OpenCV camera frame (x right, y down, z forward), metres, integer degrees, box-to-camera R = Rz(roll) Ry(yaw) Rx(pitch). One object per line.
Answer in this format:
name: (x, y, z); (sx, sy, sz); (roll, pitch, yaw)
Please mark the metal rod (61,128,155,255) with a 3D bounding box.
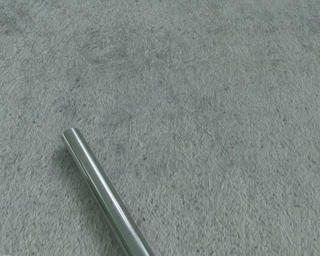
metal rod: (-0.033, 0.107, 0.313); (0.025, 0.025, 0.300); (-26, 55, -20)
